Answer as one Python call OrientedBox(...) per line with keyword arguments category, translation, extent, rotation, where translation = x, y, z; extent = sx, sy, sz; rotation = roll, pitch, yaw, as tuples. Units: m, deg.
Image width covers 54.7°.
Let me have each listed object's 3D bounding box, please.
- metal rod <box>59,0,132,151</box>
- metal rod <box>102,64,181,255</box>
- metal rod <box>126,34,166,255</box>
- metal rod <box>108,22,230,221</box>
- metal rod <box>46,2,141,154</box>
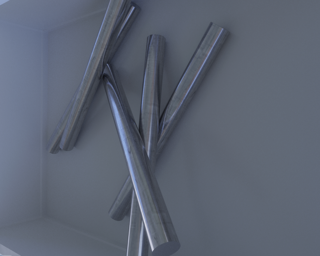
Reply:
OrientedBox(category="metal rod", translation=(-0.101, -0.071, 0.455), extent=(0.025, 0.025, 0.298), rotation=(53, 132, 26))
OrientedBox(category="metal rod", translation=(-0.037, 0.007, 0.367), extent=(0.025, 0.025, 0.300), rotation=(-55, 37, 26))
OrientedBox(category="metal rod", translation=(-0.016, 0.027, 0.377), extent=(0.025, 0.025, 0.299), rotation=(-7, 72, 40))
OrientedBox(category="metal rod", translation=(0.002, 0.007, 0.405), extent=(0.025, 0.025, 0.298), rotation=(43, 116, 31))
OrientedBox(category="metal rod", translation=(-0.118, -0.068, 0.504), extent=(0.025, 0.025, 0.298), rotation=(52, 120, 27))
